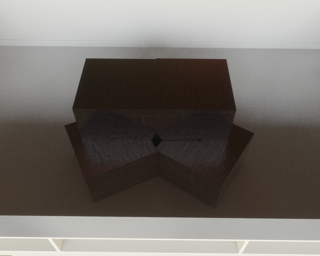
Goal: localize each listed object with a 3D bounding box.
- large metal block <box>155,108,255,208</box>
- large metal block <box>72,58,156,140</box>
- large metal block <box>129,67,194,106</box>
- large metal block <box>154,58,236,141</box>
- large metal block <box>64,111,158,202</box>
[{"bbox_3d":[0.051,0.031,0.360,0.080,0.050,0.080,27,55,21],"label":"large metal block"},{"bbox_3d":[-0.046,-0.033,0.349,0.080,0.050,0.080,1,50,0],"label":"large metal block"},{"bbox_3d":[0.003,-0.042,0.422,0.080,0.050,0.080,1,50,1],"label":"large metal block"},{"bbox_3d":[0.035,-0.033,0.348,0.080,0.050,0.080,1,50,0],"label":"large metal block"},{"bbox_3d":[-0.056,0.027,0.364,0.081,0.050,0.080,-21,53,-17],"label":"large metal block"}]
